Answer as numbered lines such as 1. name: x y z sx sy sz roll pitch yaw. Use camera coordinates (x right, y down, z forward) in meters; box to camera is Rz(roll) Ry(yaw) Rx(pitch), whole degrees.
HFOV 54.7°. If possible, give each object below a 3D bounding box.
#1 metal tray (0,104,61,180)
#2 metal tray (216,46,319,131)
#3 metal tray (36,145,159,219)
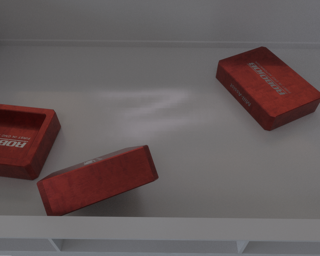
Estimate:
1. metal tray: -0.204 0.013 0.389 0.131 0.030 0.090 6 50 5
2. metal tray: 0.155 -0.063 0.456 0.091 0.030 0.130 -21 53 -17
3. metal tray: -0.062 0.046 0.303 0.091 0.130 0.030 -18 90 -15
